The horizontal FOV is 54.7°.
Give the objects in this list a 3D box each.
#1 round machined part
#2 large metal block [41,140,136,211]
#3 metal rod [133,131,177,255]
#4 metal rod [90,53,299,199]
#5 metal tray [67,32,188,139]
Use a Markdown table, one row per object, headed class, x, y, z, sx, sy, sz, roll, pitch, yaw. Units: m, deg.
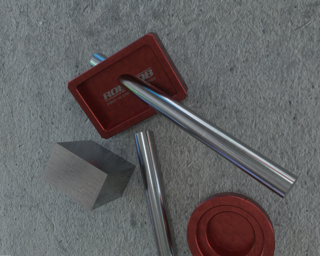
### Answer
| class | x | y | z | sx | sy | sz | roll | pitch | yaw |
| --- | --- | --- | --- | --- | --- | --- | --- | --- | --- |
| round machined part | 0.085 | 0.125 | 0.370 | 0.098 | 0.042 | 0.097 | 0 | 90 | 19 |
| large metal block | -0.091 | 0.058 | 0.411 | 0.080 | 0.080 | 0.050 | 28 | 99 | 17 |
| metal rod | 0.007 | 0.152 | 0.405 | 0.025 | 0.025 | 0.298 | -13 | 86 | 19 |
| metal rod | 0.017 | -0.019 | 0.366 | 0.300 | 0.025 | 0.025 | 36 | 102 | 30 |
| metal tray | -0.041 | -0.052 | 0.401 | 0.130 | 0.030 | 0.090 | -27 | 106 | 17 |
